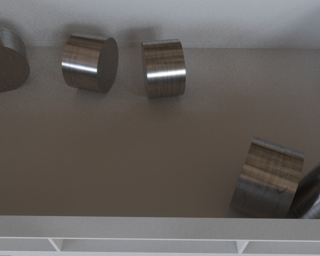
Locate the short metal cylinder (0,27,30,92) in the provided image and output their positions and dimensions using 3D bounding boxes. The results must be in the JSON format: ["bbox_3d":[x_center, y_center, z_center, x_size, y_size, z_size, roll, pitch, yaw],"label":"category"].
[{"bbox_3d":[-0.236,-0.099,0.451,0.081,0.080,0.050,-17,52,-14],"label":"short metal cylinder"}]

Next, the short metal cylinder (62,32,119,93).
[{"bbox_3d":[-0.098,-0.094,0.447,0.050,0.080,0.080,12,51,10],"label":"short metal cylinder"}]

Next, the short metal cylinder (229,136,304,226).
[{"bbox_3d":[0.110,0.054,0.324,0.050,0.080,0.080,19,53,16],"label":"short metal cylinder"}]

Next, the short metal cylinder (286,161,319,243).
[{"bbox_3d":[0.174,0.076,0.303,0.080,0.050,0.080,25,29,-15],"label":"short metal cylinder"}]

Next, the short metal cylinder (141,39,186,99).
[{"bbox_3d":[0.003,-0.084,0.440,0.050,0.080,0.080,-7,50,-6],"label":"short metal cylinder"}]
